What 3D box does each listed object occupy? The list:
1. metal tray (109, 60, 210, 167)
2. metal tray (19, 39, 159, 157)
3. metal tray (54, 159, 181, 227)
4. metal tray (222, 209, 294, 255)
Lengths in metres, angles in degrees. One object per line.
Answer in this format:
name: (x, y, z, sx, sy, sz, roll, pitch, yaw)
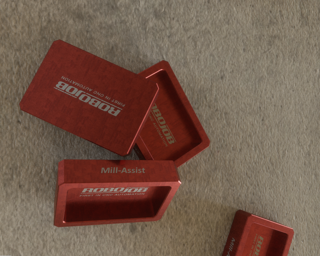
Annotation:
metal tray: (-0.002, -0.011, 0.406, 0.091, 0.030, 0.130, -32, 101, -17)
metal tray: (-0.077, -0.033, 0.354, 0.131, 0.030, 0.090, 25, 82, 2)
metal tray: (-0.052, 0.076, 0.358, 0.131, 0.089, 0.030, 3, 45, -21)
metal tray: (0.138, 0.198, 0.459, 0.091, 0.030, 0.130, 23, 82, -19)
